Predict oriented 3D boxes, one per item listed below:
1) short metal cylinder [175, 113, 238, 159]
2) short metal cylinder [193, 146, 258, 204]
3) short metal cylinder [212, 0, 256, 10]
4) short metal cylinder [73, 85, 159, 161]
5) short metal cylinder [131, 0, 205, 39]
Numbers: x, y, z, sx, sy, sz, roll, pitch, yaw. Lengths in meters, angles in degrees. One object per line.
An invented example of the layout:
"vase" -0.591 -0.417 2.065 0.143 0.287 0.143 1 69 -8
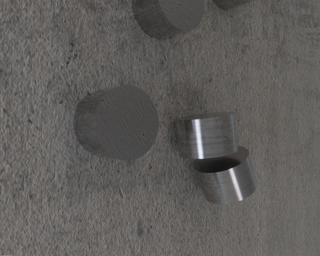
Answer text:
"short metal cylinder" 0.063 0.008 0.421 0.081 0.080 0.050 -12 98 -39
"short metal cylinder" 0.094 0.066 0.448 0.081 0.080 0.050 -31 110 -36
"short metal cylinder" 0.118 -0.233 0.486 0.081 0.050 0.080 0 90 -40
"short metal cylinder" -0.048 -0.005 0.348 0.081 0.050 0.080 0 90 -40
"short metal cylinder" 0.011 -0.159 0.397 0.081 0.050 0.080 0 90 -40
